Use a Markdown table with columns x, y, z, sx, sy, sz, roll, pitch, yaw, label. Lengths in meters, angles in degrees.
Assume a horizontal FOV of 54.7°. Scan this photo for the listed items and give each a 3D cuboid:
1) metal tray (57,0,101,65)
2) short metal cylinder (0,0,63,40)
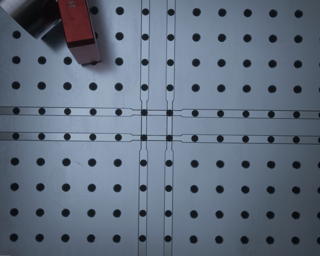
| x | y | z | sx | sy | sz | roll | pitch | yaw | label |
| --- | --- | --- | --- | --- | --- | --- | --- | --- | --- |
| -0.104 | -0.152 | 0.378 | 0.030 | 0.090 | 0.129 | -12 | 90 | -7 | metal tray |
| -0.162 | -0.157 | 0.384 | 0.050 | 0.080 | 0.080 | -42 | 90 | 0 | short metal cylinder |
